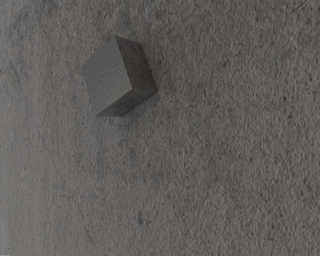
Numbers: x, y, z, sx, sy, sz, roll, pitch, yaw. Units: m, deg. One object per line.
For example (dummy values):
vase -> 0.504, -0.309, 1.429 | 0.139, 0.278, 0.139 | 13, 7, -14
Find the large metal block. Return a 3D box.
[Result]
large metal block -> -0.059, -0.069, 0.438 | 0.080, 0.050, 0.080 | -30, 71, 36
